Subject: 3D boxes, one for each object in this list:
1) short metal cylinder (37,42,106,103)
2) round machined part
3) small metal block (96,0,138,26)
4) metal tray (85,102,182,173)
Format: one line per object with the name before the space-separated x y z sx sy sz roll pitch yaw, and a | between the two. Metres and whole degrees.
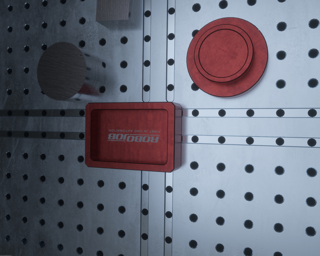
short metal cylinder | -0.126 -0.077 0.444 0.080 0.050 0.080 0 90 20
round machined part | 0.079 -0.086 0.375 0.098 0.042 0.097 0 90 20
small metal block | -0.060 -0.172 0.434 0.050 0.025 0.050 4 92 20
metal tray | -0.038 0.010 0.423 0.130 0.030 0.089 1 90 20
